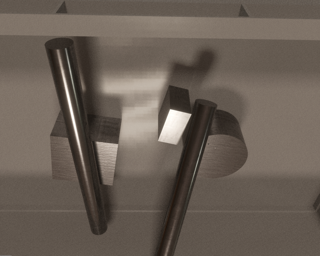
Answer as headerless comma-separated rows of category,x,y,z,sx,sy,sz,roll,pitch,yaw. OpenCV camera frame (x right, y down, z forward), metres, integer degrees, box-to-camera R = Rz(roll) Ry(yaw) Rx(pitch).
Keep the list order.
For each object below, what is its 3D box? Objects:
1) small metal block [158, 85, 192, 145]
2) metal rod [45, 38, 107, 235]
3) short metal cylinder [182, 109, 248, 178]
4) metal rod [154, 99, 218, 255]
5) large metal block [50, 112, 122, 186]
small metal block,0.017,-0.016,0.379,0.025,0.050,0.050,12,129,-10
metal rod,-0.091,0.038,0.374,0.025,0.025,0.298,0,130,-1
short metal cylinder,0.071,0.022,0.412,0.081,0.050,0.079,-1,130,0
metal rod,0.021,0.108,0.396,0.025,0.025,0.298,10,111,-9
large metal block,-0.098,0.028,0.415,0.081,0.050,0.079,8,130,-7
